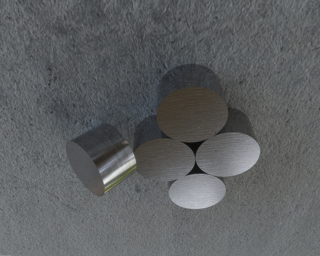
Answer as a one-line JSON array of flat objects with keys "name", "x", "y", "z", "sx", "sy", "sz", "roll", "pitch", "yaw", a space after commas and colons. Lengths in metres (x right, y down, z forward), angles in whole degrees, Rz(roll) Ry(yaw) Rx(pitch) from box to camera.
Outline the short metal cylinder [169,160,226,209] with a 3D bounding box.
[{"name": "short metal cylinder", "x": 0.053, "y": 0.075, "z": 0.456, "sx": 0.081, "sy": 0.050, "sz": 0.079, "roll": 0, "pitch": 130, "yaw": 0}]

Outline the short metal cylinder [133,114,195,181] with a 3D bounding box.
[{"name": "short metal cylinder", "x": 0.005, "y": 0.026, "z": 0.415, "sx": 0.081, "sy": 0.050, "sz": 0.079, "roll": 0, "pitch": 130, "yaw": 0}]

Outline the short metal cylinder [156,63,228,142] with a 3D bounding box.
[{"name": "short metal cylinder", "x": 0.036, "y": -0.029, "z": 0.368, "sx": 0.081, "sy": 0.050, "sz": 0.079, "roll": 0, "pitch": 130, "yaw": 0}]

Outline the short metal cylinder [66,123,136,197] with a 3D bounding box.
[{"name": "short metal cylinder", "x": -0.076, "y": 0.040, "z": 0.399, "sx": 0.080, "sy": 0.050, "sz": 0.079, "roll": 31, "pitch": 138, "yaw": 33}]

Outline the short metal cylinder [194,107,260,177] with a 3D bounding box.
[{"name": "short metal cylinder", "x": 0.085, "y": 0.019, "z": 0.409, "sx": 0.081, "sy": 0.050, "sz": 0.079, "roll": 0, "pitch": 130, "yaw": 0}]
